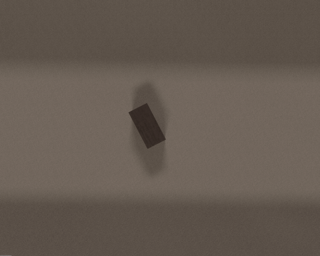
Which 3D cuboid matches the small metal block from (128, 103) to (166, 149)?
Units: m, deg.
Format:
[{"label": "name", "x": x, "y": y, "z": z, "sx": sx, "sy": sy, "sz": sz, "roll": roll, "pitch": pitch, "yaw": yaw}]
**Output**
[{"label": "small metal block", "x": -0.016, "y": -0.003, "z": 0.399, "sx": 0.025, "sy": 0.050, "sz": 0.050, "roll": -27, "pitch": 90, "yaw": 0}]
